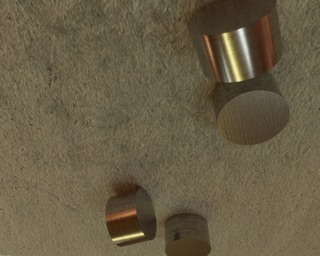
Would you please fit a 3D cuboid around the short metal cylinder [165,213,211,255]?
[{"bbox_3d":[0.049,0.197,0.559,0.081,0.050,0.079,0,130,0],"label":"short metal cylinder"}]

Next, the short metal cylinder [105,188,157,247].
[{"bbox_3d":[-0.044,0.141,0.491,0.050,0.080,0.080,-18,128,14],"label":"short metal cylinder"}]

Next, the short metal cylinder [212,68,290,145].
[{"bbox_3d":[0.105,-0.025,0.370,0.081,0.050,0.079,0,130,0],"label":"short metal cylinder"}]

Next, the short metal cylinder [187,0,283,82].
[{"bbox_3d":[0.072,-0.088,0.297,0.080,0.080,0.050,-16,128,13],"label":"short metal cylinder"}]
